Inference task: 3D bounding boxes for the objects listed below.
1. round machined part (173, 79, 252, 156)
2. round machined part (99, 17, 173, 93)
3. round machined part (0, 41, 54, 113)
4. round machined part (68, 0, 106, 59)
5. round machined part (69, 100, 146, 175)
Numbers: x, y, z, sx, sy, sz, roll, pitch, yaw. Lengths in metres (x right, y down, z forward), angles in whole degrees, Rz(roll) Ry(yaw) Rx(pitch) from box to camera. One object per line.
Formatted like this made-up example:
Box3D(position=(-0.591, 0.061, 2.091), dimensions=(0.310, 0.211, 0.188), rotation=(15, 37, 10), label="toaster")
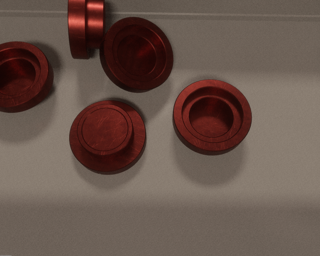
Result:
Box3D(position=(0.065, -0.011, 0.405), dimensions=(0.099, 0.042, 0.098), rotation=(0, 70, -1), label="round machined part")
Box3D(position=(-0.035, -0.095, 0.421), dimensions=(0.099, 0.042, 0.097), rotation=(4, 82, -27), label="round machined part")
Box3D(position=(-0.194, -0.065, 0.422), dimensions=(0.099, 0.042, 0.098), rotation=(0, 70, -1), label="round machined part")
Box3D(position=(-0.097, -0.143, 0.423), dimensions=(0.042, 0.098, 0.098), rotation=(1, 70, -8), label="round machined part")
Box3D(position=(-0.067, 0.008, 0.397), dimensions=(0.099, 0.042, 0.098), rotation=(0, 70, -1), label="round machined part")
